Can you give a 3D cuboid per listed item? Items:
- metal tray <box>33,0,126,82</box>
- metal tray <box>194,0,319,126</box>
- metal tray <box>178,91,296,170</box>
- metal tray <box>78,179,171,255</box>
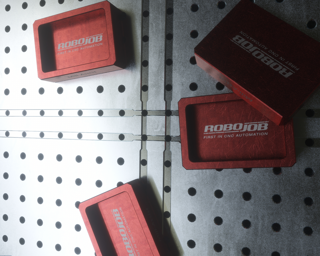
[{"bbox_3d":[-0.118,-0.122,0.450,0.130,0.030,0.089,-7,88,19],"label":"metal tray"},{"bbox_3d":[0.115,-0.076,0.349,0.130,0.030,0.090,42,86,21],"label":"metal tray"},{"bbox_3d":[0.091,0.003,0.377,0.130,0.030,0.089,-4,89,19],"label":"metal tray"},{"bbox_3d":[-0.047,0.147,0.425,0.090,0.030,0.129,-26,82,17],"label":"metal tray"}]
